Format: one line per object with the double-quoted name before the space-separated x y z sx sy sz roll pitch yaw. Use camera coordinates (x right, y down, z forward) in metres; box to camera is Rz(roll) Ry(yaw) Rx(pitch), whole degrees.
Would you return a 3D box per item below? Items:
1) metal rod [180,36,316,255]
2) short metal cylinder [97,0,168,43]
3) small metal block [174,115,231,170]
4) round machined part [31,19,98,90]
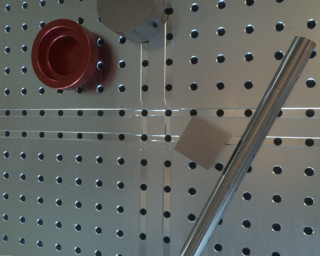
"metal rod" 0.102 0.033 0.376 0.025 0.025 0.298 29 99 17
"short metal cylinder" -0.036 -0.159 0.411 0.080 0.050 0.079 0 90 19
"small metal block" 0.054 0.018 0.393 0.050 0.025 0.050 32 100 16
"round machined part" -0.132 -0.103 0.449 0.098 0.042 0.097 0 90 19
